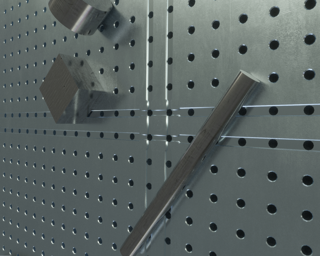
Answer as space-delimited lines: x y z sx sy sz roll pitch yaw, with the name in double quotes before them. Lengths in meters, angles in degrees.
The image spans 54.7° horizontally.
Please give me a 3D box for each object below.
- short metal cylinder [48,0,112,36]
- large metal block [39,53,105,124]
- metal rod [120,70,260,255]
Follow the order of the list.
"short metal cylinder" -0.121 -0.189 0.474 0.050 0.081 0.080 -42 65 32
"large metal block" -0.148 -0.063 0.516 0.080 0.050 0.080 -48 62 29
"metal rod" 0.025 0.062 0.388 0.025 0.025 0.298 46 117 30
